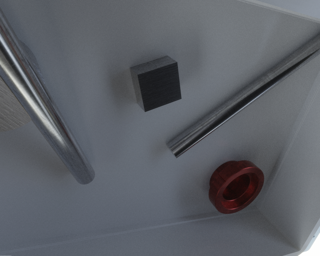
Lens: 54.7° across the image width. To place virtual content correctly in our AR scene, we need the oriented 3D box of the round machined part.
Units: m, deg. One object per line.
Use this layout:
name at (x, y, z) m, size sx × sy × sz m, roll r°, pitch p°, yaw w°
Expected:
round machined part at (0.124, 0.095, 0.527) m, size 0.099 × 0.042 × 0.097 m, roll -14°, pitch 125°, yaw -21°

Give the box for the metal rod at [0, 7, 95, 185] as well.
metal rod at (-0.104, -0.017, 0.270) m, size 0.025 × 0.025 × 0.299 m, roll -26°, pitch 151°, yaw -12°

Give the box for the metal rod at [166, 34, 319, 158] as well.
metal rod at (0.138, -0.054, 0.453) m, size 0.301 × 0.025 × 0.025 m, roll -35°, pitch 129°, yaw -5°

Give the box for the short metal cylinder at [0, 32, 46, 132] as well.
short metal cylinder at (-0.151, -0.043, 0.284) m, size 0.081 × 0.050 × 0.079 m, roll -14°, pitch 124°, yaw -21°

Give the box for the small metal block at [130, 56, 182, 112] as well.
small metal block at (-0.004, -0.054, 0.375) m, size 0.050 × 0.025 × 0.050 m, roll -21°, pitch 127°, yaw -16°
